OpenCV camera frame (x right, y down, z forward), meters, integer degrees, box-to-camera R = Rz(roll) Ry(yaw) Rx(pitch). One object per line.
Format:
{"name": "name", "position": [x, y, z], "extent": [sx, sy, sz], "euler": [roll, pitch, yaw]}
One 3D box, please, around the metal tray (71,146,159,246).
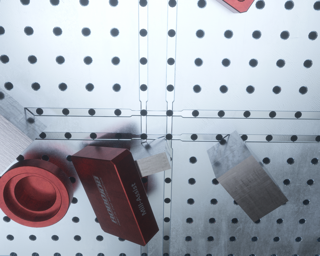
{"name": "metal tray", "position": [-0.060, 0.089, 0.416], "extent": [0.090, 0.030, 0.129], "euler": [1, 116, 41]}

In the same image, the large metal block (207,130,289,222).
{"name": "large metal block", "position": [0.111, 0.060, 0.407], "extent": [0.050, 0.080, 0.080], "euler": [-38, 106, 13]}

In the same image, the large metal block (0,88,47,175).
{"name": "large metal block", "position": [-0.212, 0.007, 0.400], "extent": [0.080, 0.050, 0.080], "euler": [-42, 105, 14]}

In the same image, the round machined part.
{"name": "round machined part", "position": [-0.171, 0.087, 0.435], "extent": [0.099, 0.042, 0.097], "euler": [0, 110, 0]}

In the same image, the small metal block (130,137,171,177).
{"name": "small metal block", "position": [-0.014, 0.039, 0.414], "extent": [0.050, 0.050, 0.025], "euler": [-17, 109, 6]}

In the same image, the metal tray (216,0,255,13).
{"name": "metal tray", "position": [0.064, -0.199, 0.337], "extent": [0.130, 0.030, 0.090], "euler": [31, 107, -11]}
